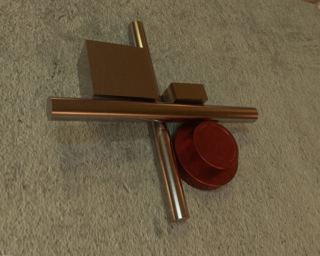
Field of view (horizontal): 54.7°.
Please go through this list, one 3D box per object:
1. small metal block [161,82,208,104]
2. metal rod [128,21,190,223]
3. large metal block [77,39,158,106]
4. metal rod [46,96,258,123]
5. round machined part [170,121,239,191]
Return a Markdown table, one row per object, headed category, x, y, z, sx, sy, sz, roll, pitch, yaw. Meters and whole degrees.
| category | x | y | z | sx | sy | sz | roll | pitch | yaw |
| --- | --- | --- | --- | --- | --- | --- | --- | --- | --- |
| small metal block | 0.030 | -0.038 | 0.430 | 0.050 | 0.050 | 0.025 | -1 | 63 | -29 |
| metal rod | -0.008 | -0.026 | 0.418 | 0.025 | 0.025 | 0.299 | 2 | 61 | -28 |
| large metal block | -0.057 | -0.060 | 0.396 | 0.081 | 0.050 | 0.080 | 1 | 62 | -28 |
| metal rod | 0.015 | -0.020 | 0.395 | 0.303 | 0.025 | 0.025 | 0 | 62 | -33 |
| round machined part | 0.064 | 0.030 | 0.411 | 0.099 | 0.042 | 0.098 | 14 | 56 | -21 |
